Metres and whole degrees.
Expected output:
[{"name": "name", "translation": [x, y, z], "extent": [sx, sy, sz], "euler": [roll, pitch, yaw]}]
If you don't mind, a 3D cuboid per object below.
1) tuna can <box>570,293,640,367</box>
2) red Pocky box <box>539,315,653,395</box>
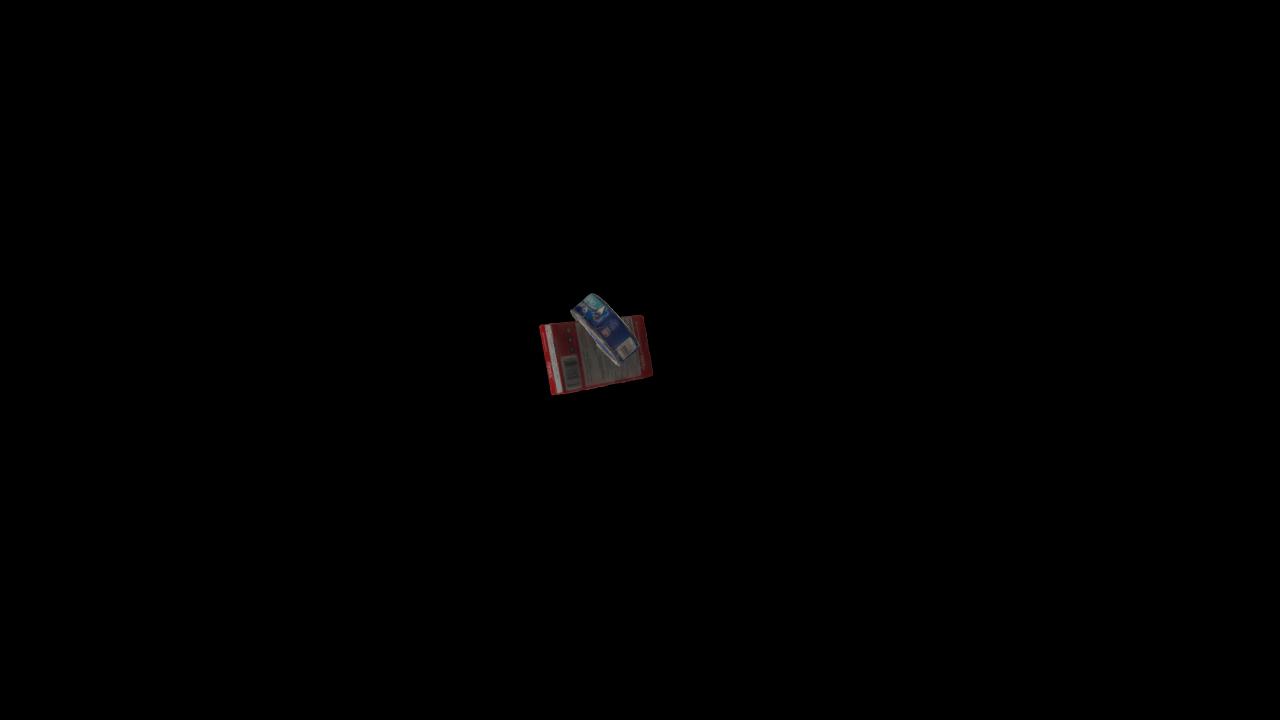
[{"name": "tuna can", "translation": [-0.039, -0.034, 0.689], "extent": [0.034, 0.084, 0.084], "euler": [-42, 5, -6]}, {"name": "red Pocky box", "translation": [-0.049, -0.009, 0.747], "extent": [0.028, 0.083, 0.155], "euler": [-11, -1, 43]}]
